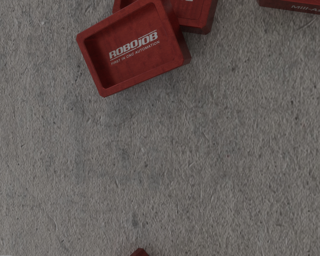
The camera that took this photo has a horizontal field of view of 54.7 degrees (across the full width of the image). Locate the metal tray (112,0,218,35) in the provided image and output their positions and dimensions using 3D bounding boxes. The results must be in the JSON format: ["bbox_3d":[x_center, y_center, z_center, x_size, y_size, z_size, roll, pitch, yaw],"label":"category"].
[{"bbox_3d":[0.009,-0.178,0.402,0.130,0.030,0.089,15,95,19],"label":"metal tray"}]

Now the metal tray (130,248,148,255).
[{"bbox_3d":[-0.044,0.241,0.421,0.090,0.030,0.130,46,104,14],"label":"metal tray"}]

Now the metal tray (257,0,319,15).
[{"bbox_3d":[0.183,-0.175,0.342,0.130,0.030,0.089,17,96,19],"label":"metal tray"}]

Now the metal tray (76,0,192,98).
[{"bbox_3d":[-0.036,-0.102,0.397,0.130,0.030,0.090,-18,98,27],"label":"metal tray"}]
